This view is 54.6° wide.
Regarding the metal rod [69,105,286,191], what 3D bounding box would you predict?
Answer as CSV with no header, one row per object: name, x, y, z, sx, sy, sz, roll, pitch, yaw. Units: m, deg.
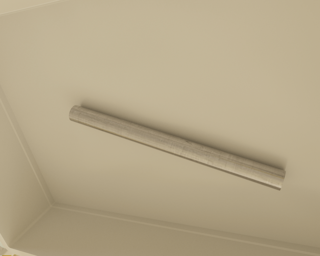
metal rod,0.009,0.020,0.415,0.301,0.025,0.025,17,125,18
